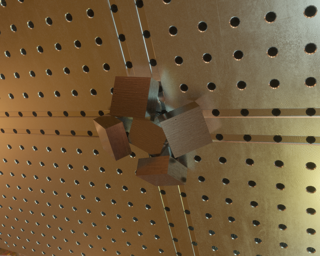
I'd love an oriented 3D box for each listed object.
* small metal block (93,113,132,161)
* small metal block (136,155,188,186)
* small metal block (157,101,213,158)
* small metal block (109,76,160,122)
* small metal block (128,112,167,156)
[{"bbox_3d":[-0.067,0.012,0.437,0.050,0.025,0.050,29,138,56],"label":"small metal block"},{"bbox_3d":[0.003,0.061,0.430,0.050,0.025,0.050,-9,150,32],"label":"small metal block"},{"bbox_3d":[0.031,0.002,0.380,0.050,0.025,0.050,-23,110,-1],"label":"small metal block"},{"bbox_3d":[-0.032,-0.037,0.388,0.050,0.025,0.050,6,85,25],"label":"small metal block"},{"bbox_3d":[-0.012,0.006,0.419,0.050,0.025,0.050,28,128,10],"label":"small metal block"}]
